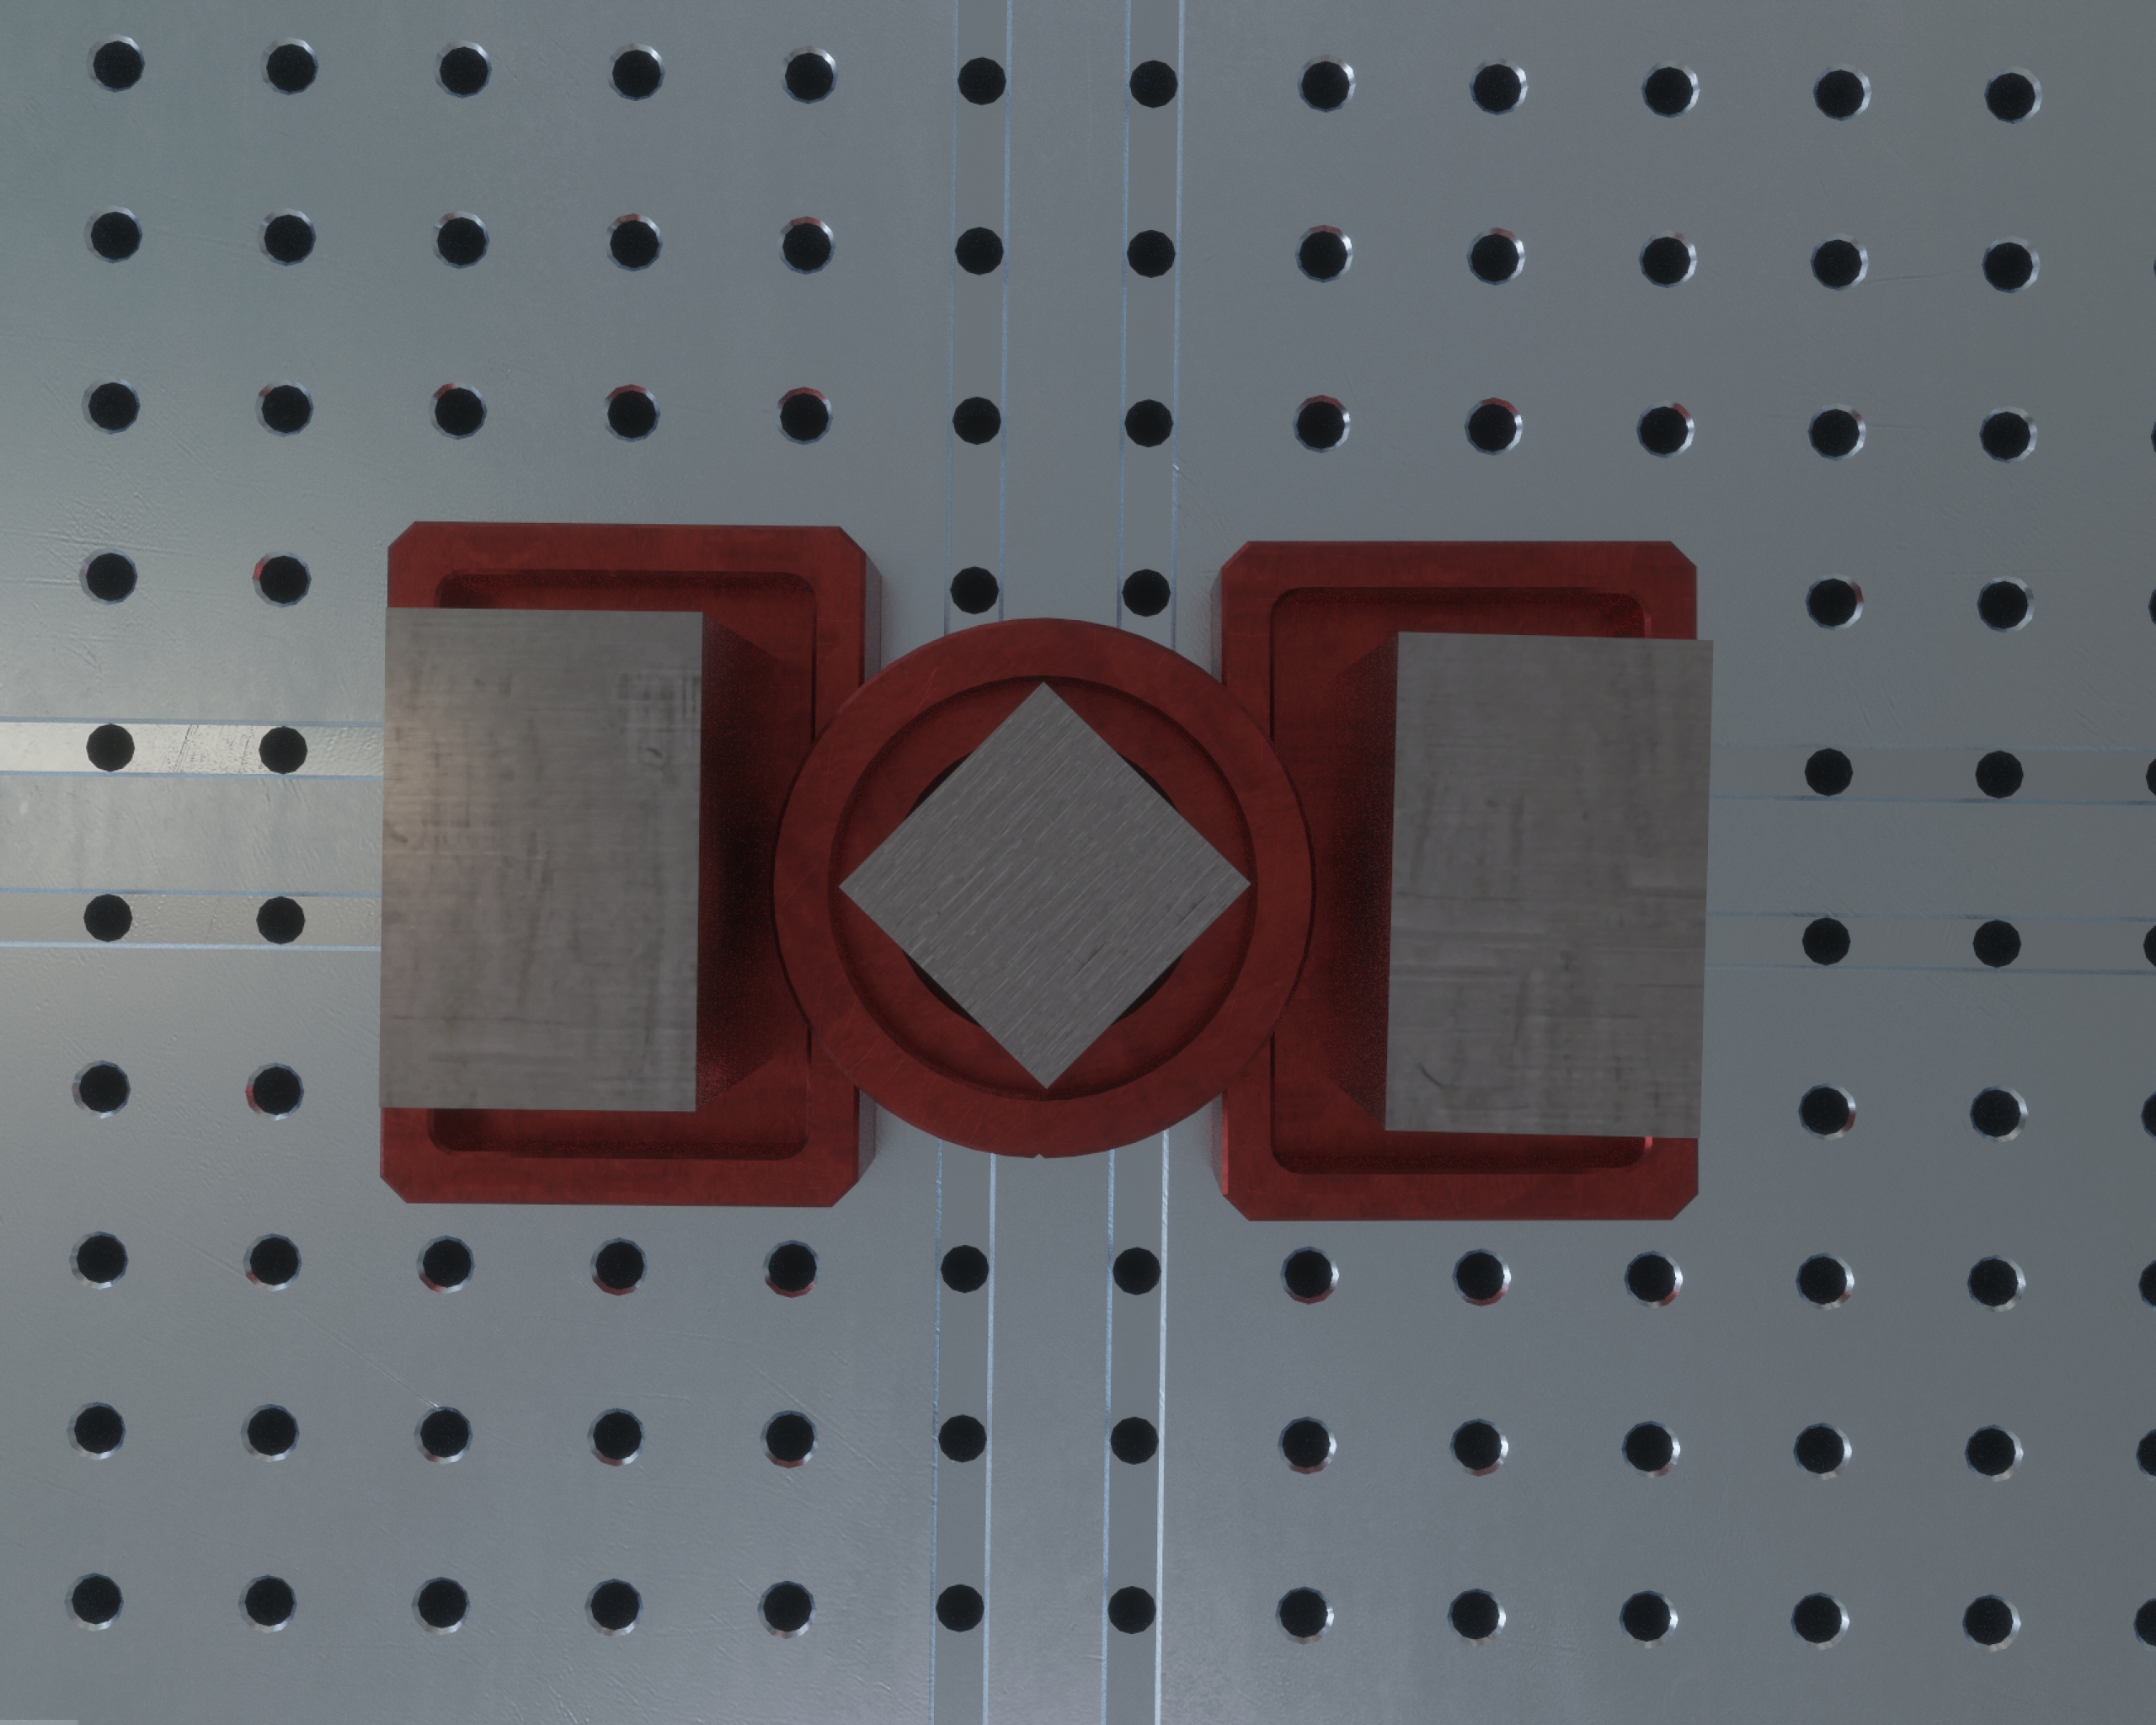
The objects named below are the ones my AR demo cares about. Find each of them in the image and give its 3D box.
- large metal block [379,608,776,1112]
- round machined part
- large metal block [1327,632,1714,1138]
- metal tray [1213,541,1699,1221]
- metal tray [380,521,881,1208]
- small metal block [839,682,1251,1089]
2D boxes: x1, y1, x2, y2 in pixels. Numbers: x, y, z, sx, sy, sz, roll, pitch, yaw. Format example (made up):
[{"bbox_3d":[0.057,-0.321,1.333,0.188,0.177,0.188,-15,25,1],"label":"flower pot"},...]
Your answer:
[{"bbox_3d":[-0.085,-0.001,0.372,0.050,0.080,0.080,1,90,0],"label":"large metal block"},{"bbox_3d":[-0.006,0.005,0.396,0.099,0.042,0.097,0,90,0],"label":"round machined part"},{"bbox_3d":[0.075,0.003,0.373,0.050,0.080,0.080,2,90,0],"label":"large metal block"},{"bbox_3d":[0.073,0.003,0.410,0.091,0.030,0.129,0,90,0],"label":"metal tray"},{"bbox_3d":[-0.086,0.000,0.409,0.091,0.030,0.129,1,90,0],"label":"metal tray"},{"bbox_3d":[-0.006,0.004,0.372,0.050,0.025,0.050,45,90,0],"label":"small metal block"}]
